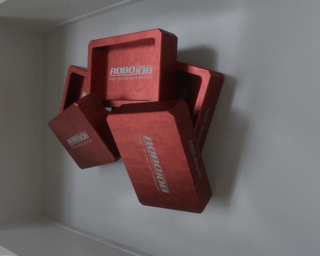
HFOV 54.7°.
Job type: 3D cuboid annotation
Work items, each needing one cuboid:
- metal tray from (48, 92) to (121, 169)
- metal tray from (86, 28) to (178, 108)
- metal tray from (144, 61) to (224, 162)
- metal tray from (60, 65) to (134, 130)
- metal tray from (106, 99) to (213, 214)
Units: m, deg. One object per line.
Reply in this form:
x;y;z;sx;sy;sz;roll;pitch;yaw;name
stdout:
-0.104;0.010;0.441;0.130;0.030;0.090;-19;108;54;metal tray
-0.040;-0.070;0.393;0.130;0.030;0.089;5;93;39;metal tray
0.017;-0.016;0.385;0.090;0.030;0.129;24;105;37;metal tray
-0.101;-0.039;0.480;0.130;0.030;0.089;25;106;37;metal tray
0.001;0.034;0.357;0.090;0.030;0.129;-2;118;34;metal tray
